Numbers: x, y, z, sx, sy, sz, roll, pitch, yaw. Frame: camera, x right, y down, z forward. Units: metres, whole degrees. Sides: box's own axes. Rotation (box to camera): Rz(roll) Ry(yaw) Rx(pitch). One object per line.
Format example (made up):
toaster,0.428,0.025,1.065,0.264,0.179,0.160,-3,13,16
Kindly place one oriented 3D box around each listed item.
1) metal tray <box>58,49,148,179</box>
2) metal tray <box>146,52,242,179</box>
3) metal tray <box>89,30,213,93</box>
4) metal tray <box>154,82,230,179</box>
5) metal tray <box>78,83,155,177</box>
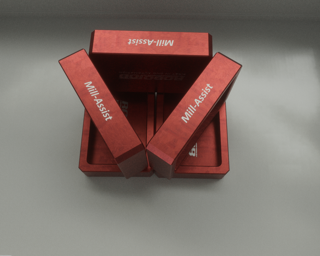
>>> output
metal tray,-0.060,-0.012,0.345,0.030,0.090,0.130,-30,73,-10
metal tray,0.037,-0.010,0.344,0.030,0.090,0.130,34,74,11
metal tray,-0.009,-0.075,0.368,0.131,0.090,0.030,2,71,1
metal tray,0.040,-0.001,0.406,0.091,0.030,0.130,1,69,1
metal tray,-0.052,-0.003,0.407,0.091,0.030,0.130,0,69,0
